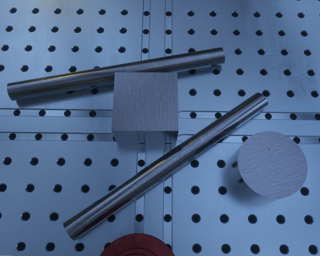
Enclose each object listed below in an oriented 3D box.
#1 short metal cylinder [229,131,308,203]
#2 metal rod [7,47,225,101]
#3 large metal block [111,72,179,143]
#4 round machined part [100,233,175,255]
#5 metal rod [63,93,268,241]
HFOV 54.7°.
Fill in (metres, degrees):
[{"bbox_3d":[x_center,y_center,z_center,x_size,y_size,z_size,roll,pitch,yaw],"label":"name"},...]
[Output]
[{"bbox_3d":[0.130,0.050,0.382,0.081,0.050,0.080,0,70,0],"label":"short metal cylinder"},{"bbox_3d":[-0.057,-0.077,0.439,0.302,0.025,0.025,-11,71,-5],"label":"metal rod"},{"bbox_3d":[-0.018,-0.026,0.408,0.081,0.050,0.080,0,70,-1],"label":"large metal block"},{"bbox_3d":[-0.026,0.168,0.341,0.099,0.042,0.098,0,70,-1],"label":"round machined part"},{"bbox_3d":[0.016,0.042,0.396,0.301,0.025,0.025,-33,74,-12],"label":"metal rod"}]
